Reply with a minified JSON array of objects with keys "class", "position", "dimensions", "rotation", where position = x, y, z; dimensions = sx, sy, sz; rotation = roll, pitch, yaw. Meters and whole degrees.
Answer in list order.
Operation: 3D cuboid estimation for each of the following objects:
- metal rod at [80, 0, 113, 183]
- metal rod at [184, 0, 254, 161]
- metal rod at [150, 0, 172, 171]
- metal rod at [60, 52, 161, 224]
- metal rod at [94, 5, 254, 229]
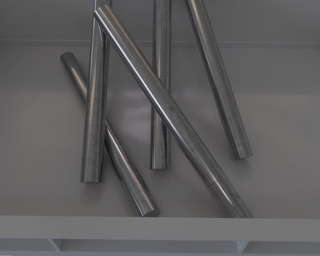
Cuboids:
[{"class":"metal rod","position":[-0.078,-0.081,0.397],"dimensions":[0.025,0.025,0.299],"rotation":[0,73,0]},{"class":"metal rod","position":[0.065,-0.104,0.410],"dimensions":[0.025,0.025,0.299],"rotation":[-12,77,-10]},{"class":"metal rod","position":[0.002,-0.095,0.404],"dimensions":[0.025,0.025,0.299],"rotation":[1,75,0]},{"class":"metal rod","position":[-0.079,-0.009,0.411],"dimensions":[0.025,0.025,0.300],"rotation":[-22,53,-17]},{"class":"metal rod","position":[0.008,-0.023,0.357],"dimensions":[0.025,0.025,0.299],"rotation":[-28,76,-21]}]
